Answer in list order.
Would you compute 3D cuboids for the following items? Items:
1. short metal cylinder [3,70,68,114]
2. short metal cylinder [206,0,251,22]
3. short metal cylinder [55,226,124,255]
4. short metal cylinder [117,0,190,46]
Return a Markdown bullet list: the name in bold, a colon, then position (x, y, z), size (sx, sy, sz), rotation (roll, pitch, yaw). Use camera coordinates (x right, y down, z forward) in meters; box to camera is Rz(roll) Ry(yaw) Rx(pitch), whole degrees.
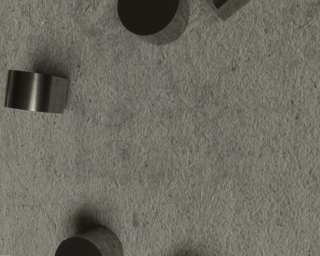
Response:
- **short metal cylinder**: position (-0.176, -0.051, 0.442), size (0.080, 0.080, 0.050), rotation (9, 93, 20)
- **short metal cylinder**: position (0.071, -0.171, 0.355), size (0.050, 0.080, 0.080), rotation (-37, 78, 16)
- **short metal cylinder**: position (-0.098, 0.183, 0.430), size (0.080, 0.050, 0.080), rotation (0, 90, 20)
- **short metal cylinder**: position (-0.007, -0.152, 0.398), size (0.080, 0.050, 0.080), rotation (0, 90, 20)
